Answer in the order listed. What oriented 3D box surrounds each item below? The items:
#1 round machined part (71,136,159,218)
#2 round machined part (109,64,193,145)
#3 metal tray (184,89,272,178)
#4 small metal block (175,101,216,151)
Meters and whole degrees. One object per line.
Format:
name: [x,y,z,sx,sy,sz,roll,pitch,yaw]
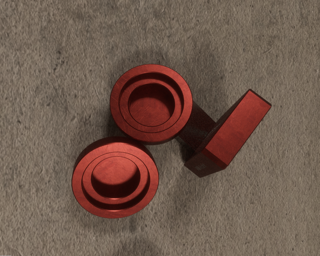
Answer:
round machined part: [-0.053,0.055,0.370,0.099,0.042,0.097,-4,110,-10]
round machined part: [-0.011,-0.026,0.385,0.099,0.042,0.098,0,76,-1]
metal tray: [0.077,0.013,0.382,0.030,0.130,0.090,39,77,5]
small metal block: [0.040,-0.004,0.425,0.050,0.025,0.050,43,76,-15]
